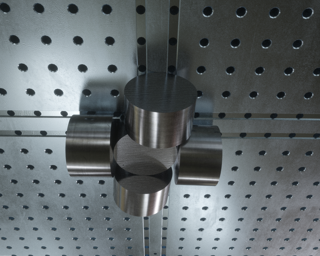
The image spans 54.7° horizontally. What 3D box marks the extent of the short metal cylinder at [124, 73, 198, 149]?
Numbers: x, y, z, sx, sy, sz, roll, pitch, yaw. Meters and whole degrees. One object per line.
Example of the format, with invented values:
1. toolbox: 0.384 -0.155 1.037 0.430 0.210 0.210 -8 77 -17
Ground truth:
1. short metal cylinder: 0.000 -0.022 0.356 0.081 0.080 0.050 2 130 -2

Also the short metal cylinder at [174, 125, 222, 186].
1. short metal cylinder: 0.047 0.035 0.406 0.050 0.080 0.079 3 130 -3

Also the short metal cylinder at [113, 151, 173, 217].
1. short metal cylinder: -0.025 0.077 0.439 0.081 0.080 0.050 5 130 -4

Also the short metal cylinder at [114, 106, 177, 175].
1. short metal cylinder: -0.019 0.017 0.410 0.081 0.050 0.079 -1 130 -1

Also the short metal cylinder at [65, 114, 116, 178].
1. short metal cylinder: -0.084 0.023 0.394 0.050 0.080 0.079 1 130 -2
